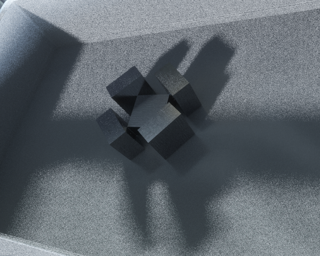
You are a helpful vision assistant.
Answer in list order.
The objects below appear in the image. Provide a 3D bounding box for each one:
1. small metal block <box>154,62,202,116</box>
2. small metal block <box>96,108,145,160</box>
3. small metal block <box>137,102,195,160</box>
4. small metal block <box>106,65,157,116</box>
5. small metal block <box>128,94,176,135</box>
[{"bbox_3d":[0.024,-0.050,0.405,0.025,0.050,0.050,-38,52,2],"label":"small metal block"},{"bbox_3d":[-0.052,0.008,0.410,0.025,0.050,0.050,-39,51,3],"label":"small metal block"},{"bbox_3d":[0.009,0.005,0.379,0.050,0.050,0.025,-42,52,-1],"label":"small metal block"},{"bbox_3d":[-0.039,-0.052,0.439,0.050,0.050,0.025,-37,50,5],"label":"small metal block"},{"bbox_3d":[-0.010,-0.017,0.419,0.050,0.025,0.050,1,62,28],"label":"small metal block"}]
